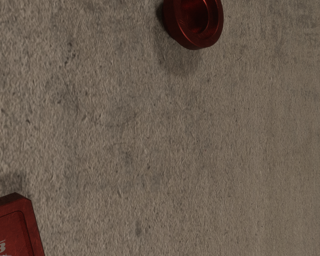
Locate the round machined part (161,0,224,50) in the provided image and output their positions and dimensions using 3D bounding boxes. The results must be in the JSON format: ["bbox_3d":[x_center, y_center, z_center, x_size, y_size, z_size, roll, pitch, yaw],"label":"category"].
[{"bbox_3d":[0.041,-0.157,0.430,0.099,0.042,0.097,0,90,-40],"label":"round machined part"}]

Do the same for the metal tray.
[{"bbox_3d":[-0.169,0.120,0.260,0.131,0.030,0.089,-17,101,-39],"label":"metal tray"}]
